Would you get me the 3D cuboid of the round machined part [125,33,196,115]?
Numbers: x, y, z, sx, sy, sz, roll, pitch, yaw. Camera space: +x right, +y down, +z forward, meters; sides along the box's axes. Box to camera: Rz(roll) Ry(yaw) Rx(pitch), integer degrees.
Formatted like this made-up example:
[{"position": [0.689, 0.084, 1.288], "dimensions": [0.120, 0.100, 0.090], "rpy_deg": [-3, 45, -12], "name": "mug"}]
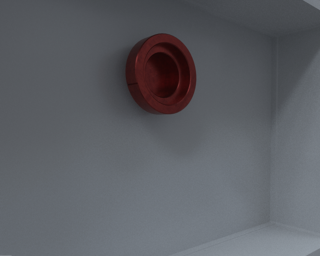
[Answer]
[{"position": [-0.003, -0.065, 0.392], "dimensions": [0.099, 0.042, 0.097], "rpy_deg": [0, 90, -40], "name": "round machined part"}]
